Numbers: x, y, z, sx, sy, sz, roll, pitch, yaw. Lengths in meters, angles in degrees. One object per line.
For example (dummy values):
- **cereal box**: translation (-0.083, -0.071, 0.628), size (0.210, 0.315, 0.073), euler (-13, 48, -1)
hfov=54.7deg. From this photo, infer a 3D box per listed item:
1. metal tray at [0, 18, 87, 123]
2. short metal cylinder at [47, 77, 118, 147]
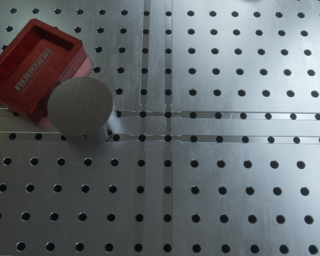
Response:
- **metal tray**: translation (-0.177, -0.083, 0.437), size (0.090, 0.030, 0.130), euler (27, 72, 9)
- **short metal cylinder**: translation (-0.098, -0.020, 0.405), size (0.081, 0.050, 0.080), euler (0, 70, -1)
